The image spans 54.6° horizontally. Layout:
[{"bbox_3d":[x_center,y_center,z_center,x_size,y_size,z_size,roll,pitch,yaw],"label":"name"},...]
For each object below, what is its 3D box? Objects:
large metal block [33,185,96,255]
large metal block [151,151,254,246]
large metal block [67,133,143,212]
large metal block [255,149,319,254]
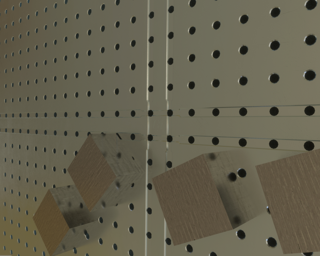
[{"bbox_3d":[-0.166,0.157,0.532,0.080,0.050,0.080,50,120,28],"label":"large metal block"},{"bbox_3d":[0.047,0.080,0.355,0.080,0.050,0.080,-31,71,35],"label":"large metal block"},{"bbox_3d":[-0.085,0.065,0.465,0.080,0.050,0.080,52,120,27],"label":"large metal block"},{"bbox_3d":[0.144,0.060,0.275,0.080,0.050,0.080,-24,75,37],"label":"large metal block"}]
